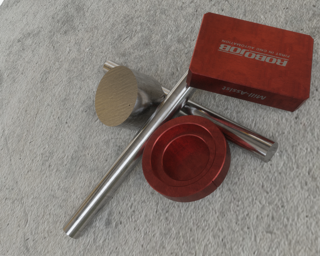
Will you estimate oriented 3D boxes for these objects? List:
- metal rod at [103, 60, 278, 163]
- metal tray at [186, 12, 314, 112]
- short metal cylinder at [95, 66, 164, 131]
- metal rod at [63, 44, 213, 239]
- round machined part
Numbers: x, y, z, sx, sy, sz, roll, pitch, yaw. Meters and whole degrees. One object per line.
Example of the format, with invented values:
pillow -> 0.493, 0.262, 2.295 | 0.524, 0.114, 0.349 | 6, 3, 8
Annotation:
metal rod -> 0.017, -0.037, 0.420 | 0.300, 0.025, 0.025 | 32, 80, 38
metal tray -> 0.104, -0.078, 0.359 | 0.131, 0.030, 0.090 | 15, 66, 4
short metal cylinder -> -0.042, -0.038, 0.418 | 0.080, 0.050, 0.080 | -8, 77, 39
metal rod -> -0.017, 0.012, 0.385 | 0.300, 0.025, 0.025 | -52, 52, 0
round machined part -> 0.033, 0.037, 0.354 | 0.098, 0.042, 0.098 | -13, 56, 21
